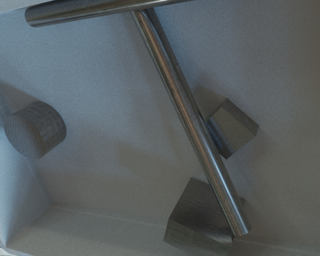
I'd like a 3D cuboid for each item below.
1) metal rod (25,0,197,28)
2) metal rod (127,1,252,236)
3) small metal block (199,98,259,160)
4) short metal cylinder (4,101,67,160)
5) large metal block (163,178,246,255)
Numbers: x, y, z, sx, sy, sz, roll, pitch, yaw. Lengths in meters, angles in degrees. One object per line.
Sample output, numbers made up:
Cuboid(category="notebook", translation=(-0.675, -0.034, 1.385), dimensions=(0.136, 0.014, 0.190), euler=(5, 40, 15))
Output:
Cuboid(category="metal rod", translation=(-0.032, -0.130, 0.309), dimensions=(0.300, 0.025, 0.025), euler=(4, 121, 32))
Cuboid(category="metal rod", translation=(0.035, -0.012, 0.353), dimensions=(0.025, 0.025, 0.299), euler=(-20, 99, 35))
Cuboid(category="small metal block", translation=(0.079, 0.001, 0.367), dimensions=(0.050, 0.025, 0.050), euler=(41, 129, -1))
Cuboid(category="short metal cylinder", translation=(-0.199, 0.004, 0.497), dimensions=(0.080, 0.050, 0.079), euler=(13, 124, 20))
Cuboid(category="large metal block", translation=(0.060, 0.124, 0.416), dimensions=(0.080, 0.080, 0.050), euler=(21, 129, 15))
